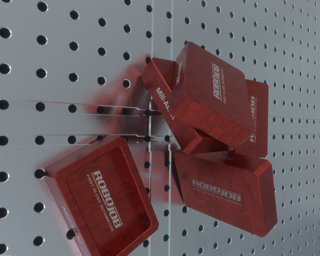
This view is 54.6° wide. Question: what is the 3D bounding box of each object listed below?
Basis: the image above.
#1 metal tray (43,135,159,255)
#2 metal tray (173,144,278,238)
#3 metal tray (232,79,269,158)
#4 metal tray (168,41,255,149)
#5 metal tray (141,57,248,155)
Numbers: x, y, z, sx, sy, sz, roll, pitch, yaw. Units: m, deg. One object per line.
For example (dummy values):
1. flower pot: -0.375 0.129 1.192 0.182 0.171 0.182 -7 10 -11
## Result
1. metal tray: -0.061 0.084 0.353 0.091 0.030 0.129 -31 109 -35
2. metal tray: 0.080 0.075 0.401 0.030 0.130 0.090 -28 115 -36
3. metal tray: 0.146 -0.015 0.526 0.091 0.030 0.129 2 89 -40
4. metal tray: 0.061 -0.045 0.371 0.090 0.030 0.130 27 38 -14
5. metal tray: 0.042 -0.030 0.390 0.091 0.030 0.130 -1 51 -40
